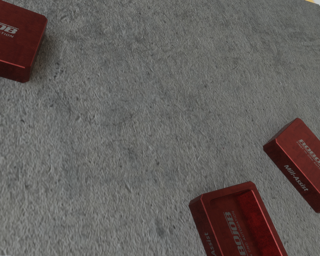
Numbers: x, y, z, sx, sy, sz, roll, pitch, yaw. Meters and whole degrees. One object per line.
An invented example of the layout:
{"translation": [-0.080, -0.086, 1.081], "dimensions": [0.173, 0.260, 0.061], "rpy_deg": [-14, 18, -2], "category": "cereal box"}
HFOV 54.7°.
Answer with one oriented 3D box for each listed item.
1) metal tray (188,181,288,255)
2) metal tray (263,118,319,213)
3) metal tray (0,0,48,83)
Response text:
{"translation": [0.099, 0.136, 0.369], "dimensions": [0.091, 0.030, 0.130], "rpy_deg": [-7, 65, -31], "category": "metal tray"}
{"translation": [0.235, 0.056, 0.493], "dimensions": [0.091, 0.030, 0.130], "rpy_deg": [-32, 79, -38], "category": "metal tray"}
{"translation": [-0.208, -0.112, 0.357], "dimensions": [0.131, 0.030, 0.090], "rpy_deg": [16, 55, -20], "category": "metal tray"}
